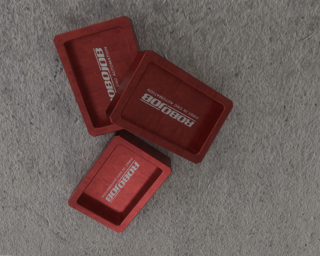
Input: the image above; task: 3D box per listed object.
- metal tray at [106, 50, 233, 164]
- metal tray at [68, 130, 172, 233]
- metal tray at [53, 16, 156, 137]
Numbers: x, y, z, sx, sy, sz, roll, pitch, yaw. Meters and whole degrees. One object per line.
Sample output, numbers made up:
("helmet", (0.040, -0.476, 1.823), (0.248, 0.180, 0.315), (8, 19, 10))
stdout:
("metal tray", (0.014, -0.023, 0.372), (0.131, 0.030, 0.090), (28, 94, -24))
("metal tray", (-0.056, 0.076, 0.434), (0.090, 0.030, 0.129), (34, 106, -12))
("metal tray", (-0.062, -0.062, 0.383), (0.090, 0.030, 0.129), (-15, 110, 5))
